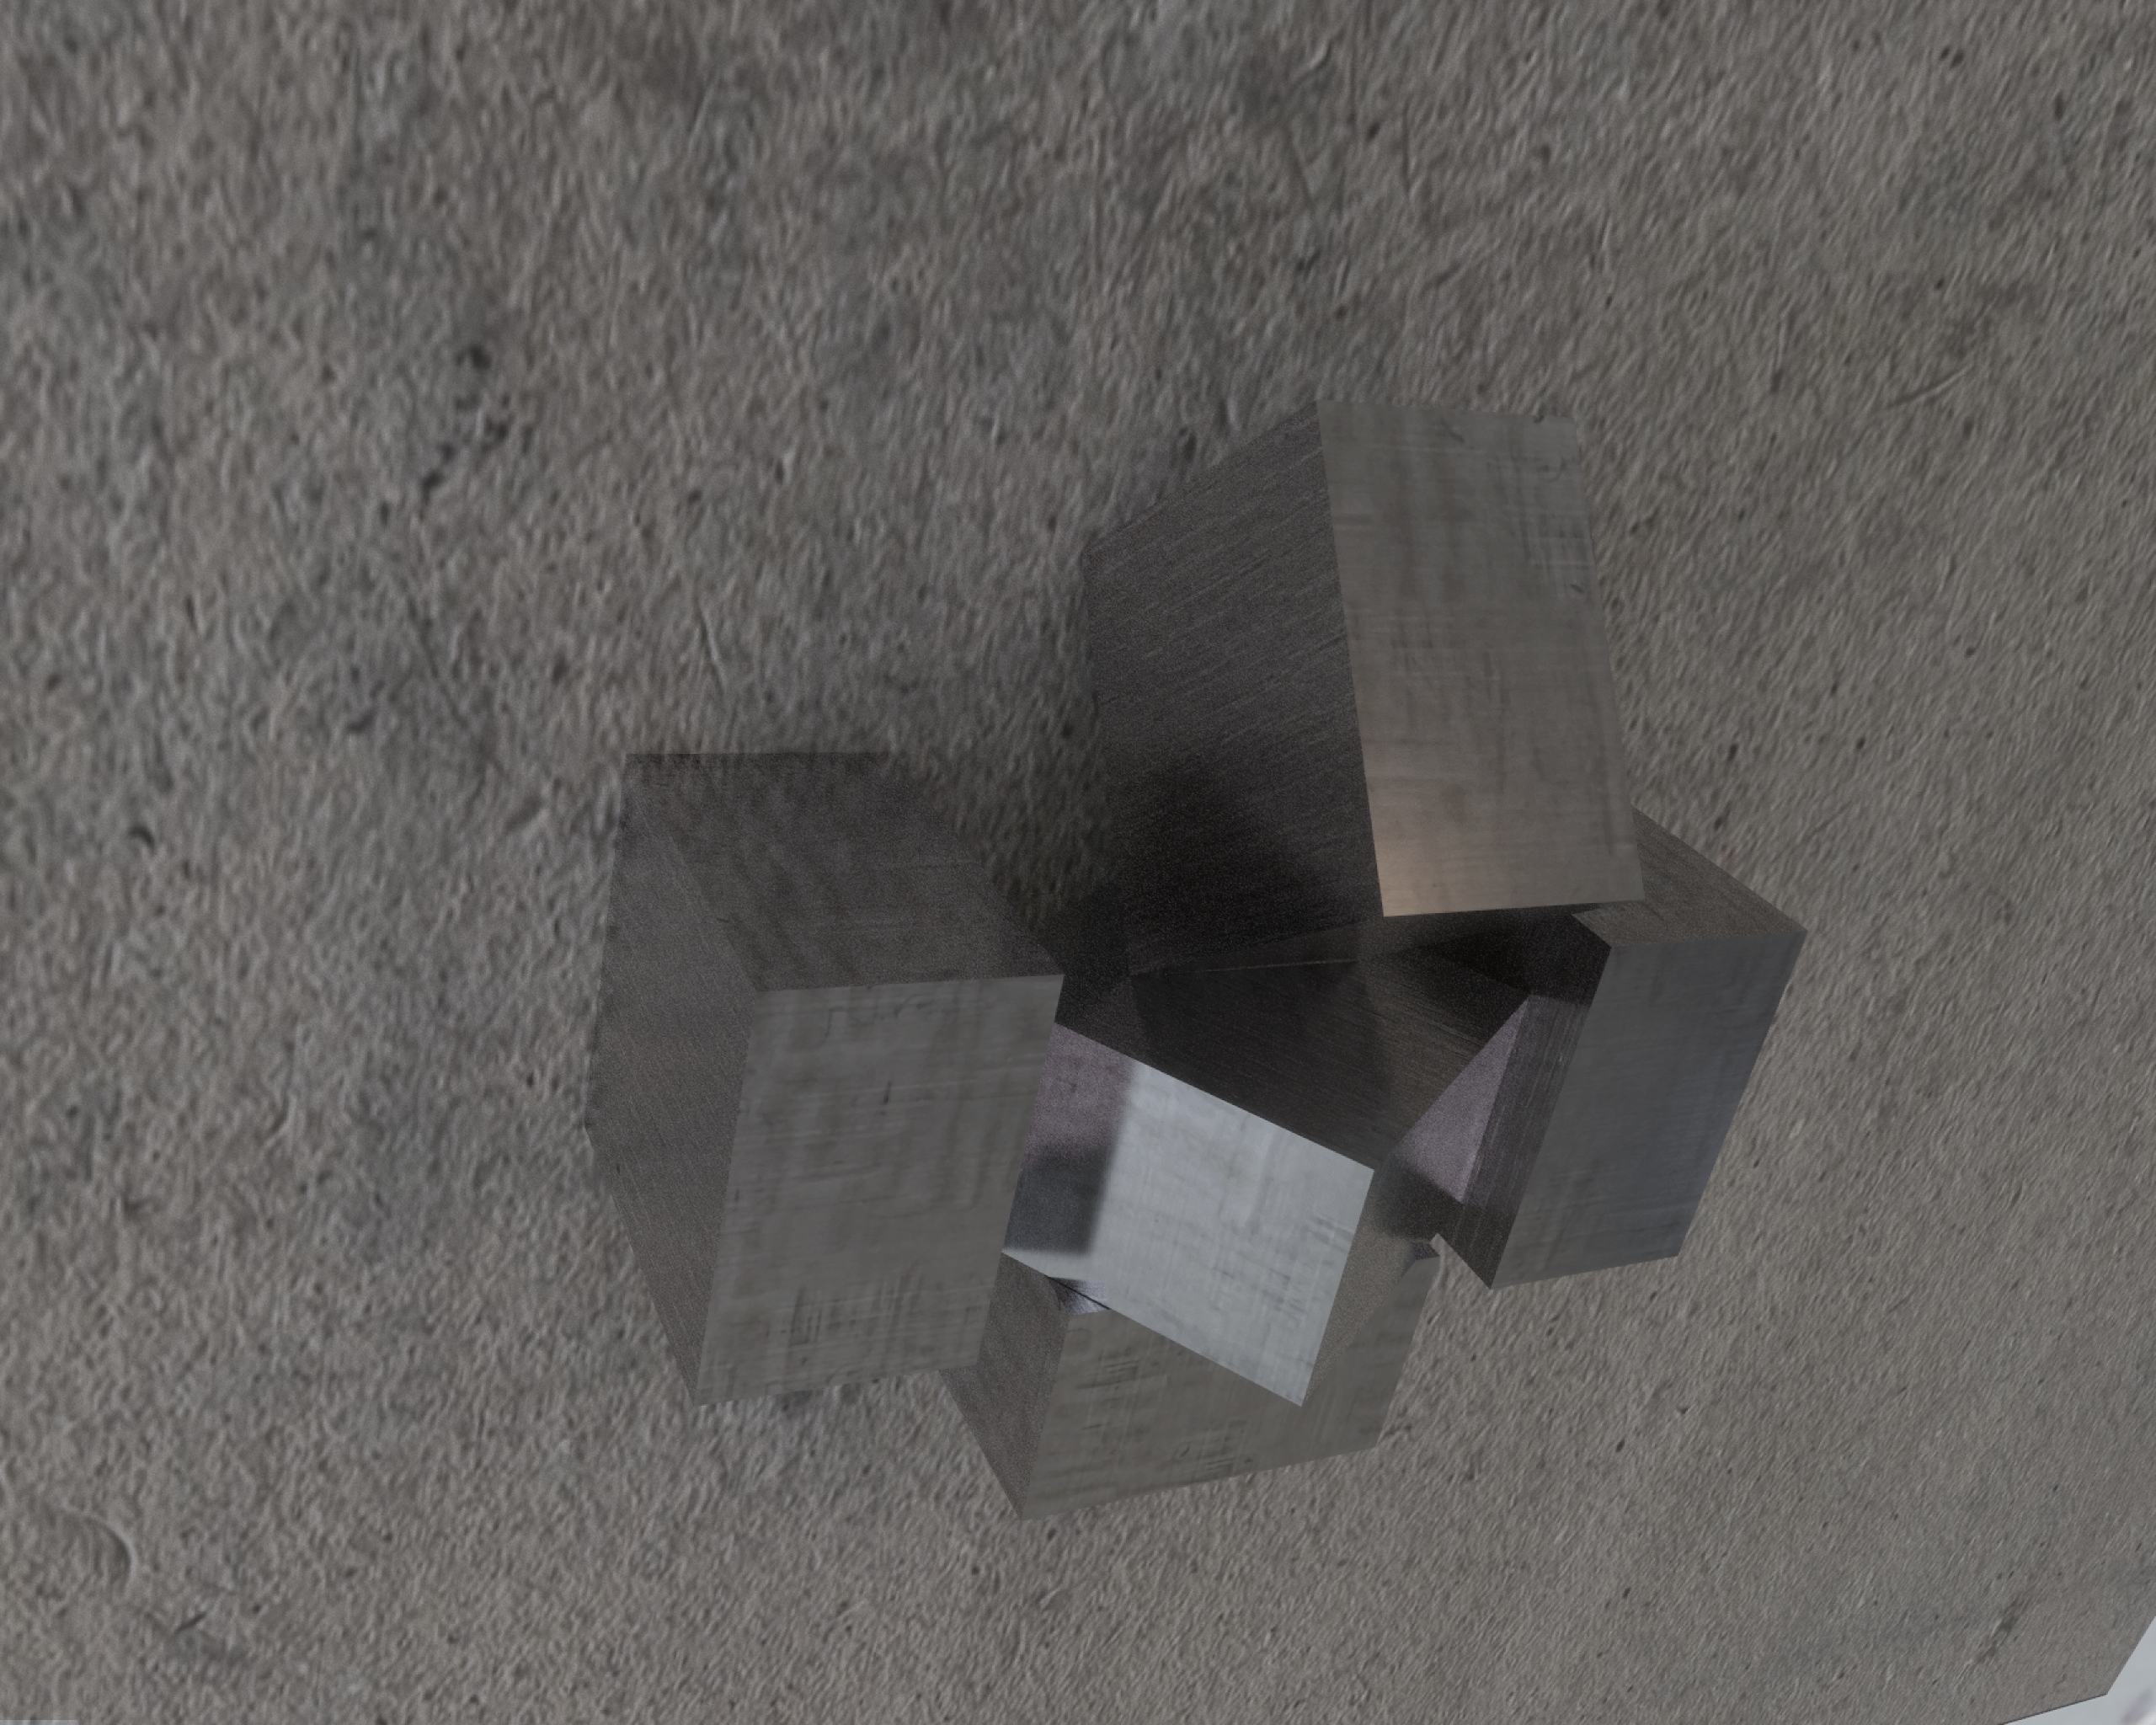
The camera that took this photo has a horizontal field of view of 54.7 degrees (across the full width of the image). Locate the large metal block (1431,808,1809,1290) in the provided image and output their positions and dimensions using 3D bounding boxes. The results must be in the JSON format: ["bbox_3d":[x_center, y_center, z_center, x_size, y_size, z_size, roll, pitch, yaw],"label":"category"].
[{"bbox_3d":[0.095,0.030,0.441,0.050,0.080,0.079,-3,120,-28],"label":"large metal block"}]

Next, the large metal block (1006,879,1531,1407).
[{"bbox_3d":[0.028,0.045,0.394,0.080,0.080,0.050,-32,140,-55],"label":"large metal block"}]

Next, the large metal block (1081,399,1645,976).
[{"bbox_3d":[0.045,-0.026,0.359,0.050,0.080,0.080,-3,82,-27],"label":"large metal block"}]

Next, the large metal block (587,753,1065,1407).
[{"bbox_3d":[-0.049,0.034,0.365,0.050,0.080,0.079,-2,119,-27],"label":"large metal block"}]

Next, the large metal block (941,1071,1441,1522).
[{"bbox_3d":[0.013,0.081,0.428,0.081,0.080,0.050,-3,120,-27],"label":"large metal block"}]
